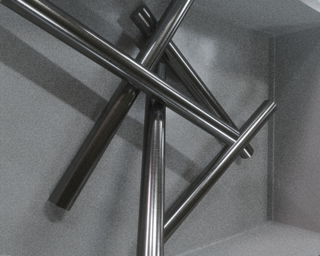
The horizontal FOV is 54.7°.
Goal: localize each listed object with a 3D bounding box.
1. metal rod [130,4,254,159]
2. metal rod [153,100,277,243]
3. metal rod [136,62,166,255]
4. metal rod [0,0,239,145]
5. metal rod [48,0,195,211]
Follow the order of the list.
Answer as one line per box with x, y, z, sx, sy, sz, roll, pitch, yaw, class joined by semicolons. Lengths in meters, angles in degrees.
0.061;-0.051;0.460;0.300;0.025;0.025;47;62;-30;metal rod
0.085;0.058;0.458;0.301;0.025;0.025;-44;117;-24;metal rod
-0.007;0.048;0.327;0.025;0.025;0.299;30;48;-36;metal rod
-0.016;-0.052;0.338;0.301;0.025;0.025;30;71;-31;metal rod
-0.034;-0.047;0.358;0.025;0.025;0.300;39;73;-34;metal rod
